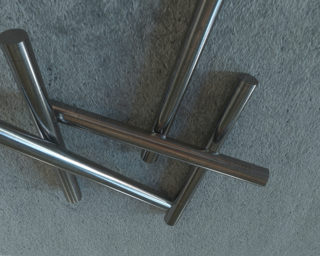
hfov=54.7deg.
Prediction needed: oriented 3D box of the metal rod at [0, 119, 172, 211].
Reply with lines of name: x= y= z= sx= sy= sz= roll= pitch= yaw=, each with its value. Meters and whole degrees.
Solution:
metal rod: x=-0.083 y=0.062 z=0.414 sx=0.025 sy=0.025 sz=0.301 roll=-32 pitch=137 yaw=24

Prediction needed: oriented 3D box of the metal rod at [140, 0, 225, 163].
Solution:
metal rod: x=0.027 y=-0.068 z=0.349 sx=0.025 sy=0.025 sz=0.298 roll=13 pitch=129 yaw=-11

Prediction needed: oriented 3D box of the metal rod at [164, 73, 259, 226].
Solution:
metal rod: x=0.061 y=0.052 z=0.451 sx=0.025 sy=0.025 sz=0.298 roll=12 pitch=129 yaw=-11

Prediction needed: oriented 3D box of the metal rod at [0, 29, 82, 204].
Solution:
metal rod: x=-0.134 y=0.015 z=0.386 sx=0.025 sy=0.025 sz=0.298 roll=1 pitch=140 yaw=-1

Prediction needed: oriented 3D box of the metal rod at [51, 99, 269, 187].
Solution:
metal rod: x=-0.010 y=0.017 z=0.388 sx=0.302 sy=0.025 sz=0.025 roll=18 pitch=129 yaw=-3
